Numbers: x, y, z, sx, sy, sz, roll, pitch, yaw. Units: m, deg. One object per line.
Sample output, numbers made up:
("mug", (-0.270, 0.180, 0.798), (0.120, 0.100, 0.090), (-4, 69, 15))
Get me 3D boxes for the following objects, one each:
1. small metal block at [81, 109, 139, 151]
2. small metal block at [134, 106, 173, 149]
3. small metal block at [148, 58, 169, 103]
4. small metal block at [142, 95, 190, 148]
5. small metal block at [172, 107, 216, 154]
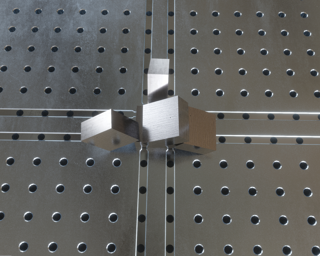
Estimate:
("small metal block", (-0.062, 0.004, 0.386), (0.050, 0.050, 0.025), (-21, 61, 29))
("small metal block", (-0.006, -0.001, 0.412), (0.050, 0.025, 0.050), (2, 70, 1))
("small metal block", (-0.002, -0.058, 0.409), (0.025, 0.050, 0.050), (3, 34, 2))
("small metal block", (0.007, -0.006, 0.375), (0.050, 0.025, 0.050), (-13, 66, 30))
("small metal block", (0.045, 0.003, 0.399), (0.050, 0.025, 0.050), (14, 67, -28))
